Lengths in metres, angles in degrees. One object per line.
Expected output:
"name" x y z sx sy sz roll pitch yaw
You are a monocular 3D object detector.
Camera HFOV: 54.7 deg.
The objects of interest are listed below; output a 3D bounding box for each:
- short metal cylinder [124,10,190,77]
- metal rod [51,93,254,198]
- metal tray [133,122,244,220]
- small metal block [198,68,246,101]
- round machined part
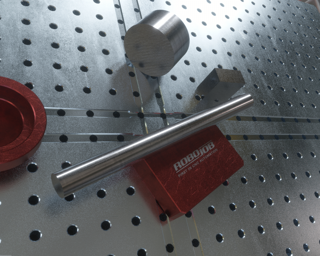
"short metal cylinder" -0.004 -0.122 0.446 0.080 0.080 0.050 39 51 -2
"metal rod" 0.018 0.007 0.375 0.302 0.025 0.025 -23 74 -36
"metal tray" 0.040 0.044 0.401 0.131 0.030 0.090 -28 77 -38
"small metal block" 0.096 -0.067 0.487 0.050 0.050 0.025 0 62 -29
"round machined part" -0.168 -0.001 0.308 0.099 0.042 0.098 14 56 -21
